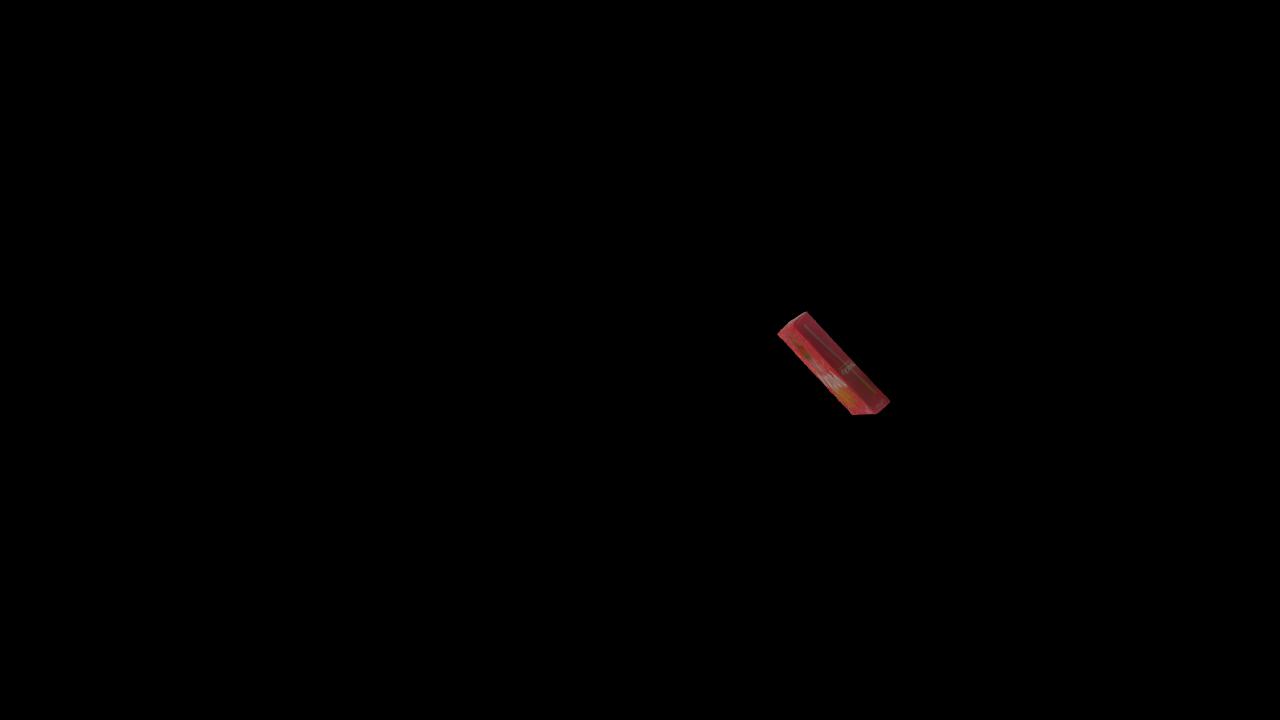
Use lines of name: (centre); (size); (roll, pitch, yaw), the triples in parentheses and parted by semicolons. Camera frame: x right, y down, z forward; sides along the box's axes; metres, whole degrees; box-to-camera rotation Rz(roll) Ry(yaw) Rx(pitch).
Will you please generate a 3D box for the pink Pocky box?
pink Pocky box: (0.249, 0.008, 0.804); (0.029, 0.155, 0.084); (-42, -4, -4)
